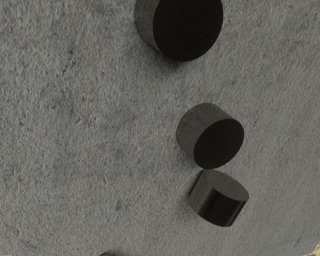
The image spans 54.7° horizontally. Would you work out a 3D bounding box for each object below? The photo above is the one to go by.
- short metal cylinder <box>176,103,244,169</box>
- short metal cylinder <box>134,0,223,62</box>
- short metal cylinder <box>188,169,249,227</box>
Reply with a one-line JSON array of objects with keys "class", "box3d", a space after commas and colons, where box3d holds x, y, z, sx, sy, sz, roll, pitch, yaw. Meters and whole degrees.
[{"class": "short metal cylinder", "box3d": [0.070, 0.011, 0.435, 0.081, 0.050, 0.079, -14, 124, -21]}, {"class": "short metal cylinder", "box3d": [0.019, -0.117, 0.329, 0.081, 0.050, 0.079, -14, 124, -21]}, {"class": "short metal cylinder", "box3d": [0.092, 0.109, 0.488, 0.081, 0.080, 0.050, 13, 112, -34]}]
